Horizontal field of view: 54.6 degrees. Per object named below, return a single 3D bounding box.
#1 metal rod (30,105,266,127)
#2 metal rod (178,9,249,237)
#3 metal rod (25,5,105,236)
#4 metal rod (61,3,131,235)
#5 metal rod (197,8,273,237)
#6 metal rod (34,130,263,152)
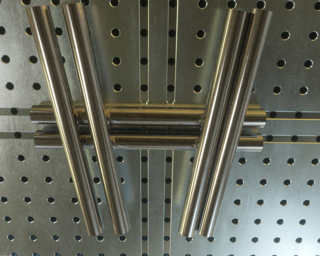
[{"bbox_3d":[-0.014,-0.015,0.408,0.302,0.025,0.025,1,110,-1],"label":"metal rod"},{"bbox_3d":[0.062,0.009,0.391,0.025,0.025,0.298,9,110,-3],"label":"metal rod"},{"bbox_3d":[-0.113,0.007,0.389,0.025,0.025,0.298,-8,110,3],"label":"metal rod"},{"bbox_3d":[-0.075,0.004,0.388,0.025,0.025,0.298,-8,110,3],"label":"metal rod"},{"bbox_3d":[0.088,0.009,0.391,0.025,0.025,0.298,9,110,-3],"label":"metal rod"},{"bbox_3d":[-0.014,0.017,0.420,0.302,0.025,0.025,1,110,-1],"label":"metal rod"}]
